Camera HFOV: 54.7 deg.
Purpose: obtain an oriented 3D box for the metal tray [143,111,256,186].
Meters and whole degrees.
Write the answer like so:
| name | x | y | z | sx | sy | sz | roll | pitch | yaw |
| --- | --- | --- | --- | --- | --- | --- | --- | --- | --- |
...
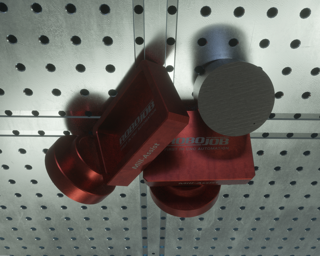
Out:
| name | x | y | z | sx | sy | sz | roll | pitch | yaw |
| --- | --- | --- | --- | --- | --- | --- | --- | --- | --- |
| metal tray | 0.045 | 0.025 | 0.388 | 0.131 | 0.090 | 0.030 | -1 | 158 | 0 |

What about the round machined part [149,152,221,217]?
| name | x | y | z | sx | sy | sz | roll | pitch | yaw |
| --- | --- | --- | --- | --- | --- | --- | --- | --- | --- |
| round machined part | 0.033 | 0.066 | 0.419 | 0.099 | 0.098 | 0.042 | -1 | 137 | 0 |

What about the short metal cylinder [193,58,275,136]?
| name | x | y | z | sx | sy | sz | roll | pitch | yaw |
| --- | --- | --- | --- | --- | --- | --- | --- | --- | --- |
| short metal cylinder | 0.080 | -0.036 | 0.348 | 0.081 | 0.050 | 0.079 | 0 | 107 | 0 |

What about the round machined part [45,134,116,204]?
| name | x | y | z | sx | sy | sz | roll | pitch | yaw |
| --- | --- | --- | --- | --- | --- | --- | --- | --- | --- |
| round machined part | -0.094 | 0.046 | 0.403 | 0.098 | 0.098 | 0.042 | 36 | 113 | -27 |

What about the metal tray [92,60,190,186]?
| name | x | y | z | sx | sy | sz | roll | pitch | yaw |
| --- | --- | --- | --- | --- | --- | --- | --- | --- | --- |
| metal tray | -0.030 | -0.003 | 0.363 | 0.030 | 0.090 | 0.129 | 13 | 132 | -38 |
